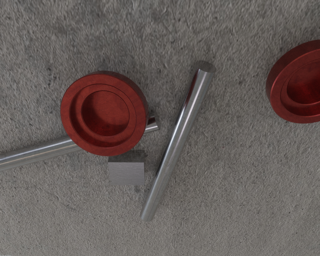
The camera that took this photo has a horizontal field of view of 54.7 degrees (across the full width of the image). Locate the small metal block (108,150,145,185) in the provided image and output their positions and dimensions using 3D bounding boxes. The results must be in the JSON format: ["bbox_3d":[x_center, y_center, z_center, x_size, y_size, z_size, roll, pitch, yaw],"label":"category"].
[{"bbox_3d":[-0.048,0.059,0.457,0.050,0.025,0.050,1,130,-1],"label":"small metal block"}]

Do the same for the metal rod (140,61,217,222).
[{"bbox_3d":[0.015,0.041,0.442,0.025,0.025,0.298,11,129,-9],"label":"metal rod"}]

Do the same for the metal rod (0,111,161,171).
[{"bbox_3d":[-0.146,0.028,0.429,0.301,0.025,0.025,-15,129,12],"label":"metal rod"}]

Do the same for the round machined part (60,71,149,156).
[{"bbox_3d":[-0.061,-0.019,0.365,0.099,0.042,0.097,2,110,6],"label":"round machined part"}]

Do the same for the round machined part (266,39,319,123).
[{"bbox_3d":[0.170,-0.055,0.351,0.099,0.042,0.097,0,130,0],"label":"round machined part"}]
